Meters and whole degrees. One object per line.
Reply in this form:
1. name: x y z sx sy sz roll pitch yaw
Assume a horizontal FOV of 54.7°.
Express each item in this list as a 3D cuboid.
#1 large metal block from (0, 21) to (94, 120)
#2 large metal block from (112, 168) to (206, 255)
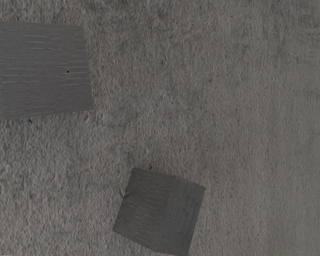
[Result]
1. large metal block: -0.115 -0.052 0.291 0.081 0.050 0.079 -11 97 -40
2. large metal block: -0.002 0.097 0.367 0.050 0.080 0.080 28 73 -37
